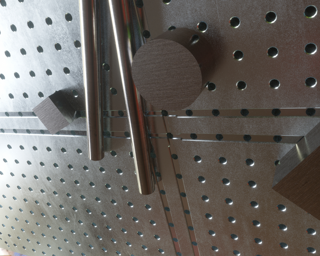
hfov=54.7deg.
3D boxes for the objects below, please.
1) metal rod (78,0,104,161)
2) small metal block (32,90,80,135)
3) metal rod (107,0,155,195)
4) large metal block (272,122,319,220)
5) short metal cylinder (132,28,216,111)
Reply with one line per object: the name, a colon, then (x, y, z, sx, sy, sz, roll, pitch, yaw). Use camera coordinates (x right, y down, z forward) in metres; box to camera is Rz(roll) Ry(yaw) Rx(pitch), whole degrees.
metal rod: (-0.089, -0.080, 0.406, 0.025, 0.025, 0.298, 18, 125, 18)
small metal block: (-0.161, -0.023, 0.480, 0.050, 0.025, 0.050, -26, 104, 37)
metal rod: (-0.034, -0.034, 0.406, 0.025, 0.025, 0.298, 8, 122, 24)
large metal block: (0.181, 0.050, 0.330, 0.080, 0.050, 0.079, 34, 129, 5)
short metal cylinder: (0.016, -0.066, 0.345, 0.080, 0.050, 0.079, 13, 124, 20)
